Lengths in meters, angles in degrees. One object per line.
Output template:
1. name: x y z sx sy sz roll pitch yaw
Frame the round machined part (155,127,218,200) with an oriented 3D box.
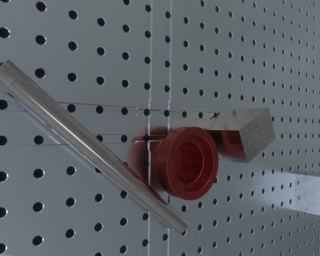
1. round machined part: 0.033 0.047 0.426 0.099 0.042 0.097 0 90 -40

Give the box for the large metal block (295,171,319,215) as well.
1. large metal block: 0.338 0.138 0.657 0.050 0.080 0.079 -4 93 -40

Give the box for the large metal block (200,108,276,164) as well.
1. large metal block: 0.114 0.009 0.469 0.081 0.080 0.050 -30 109 -36

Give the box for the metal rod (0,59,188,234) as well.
1. metal rod: -0.060 0.041 0.358 0.300 0.025 0.025 47 62 -30
